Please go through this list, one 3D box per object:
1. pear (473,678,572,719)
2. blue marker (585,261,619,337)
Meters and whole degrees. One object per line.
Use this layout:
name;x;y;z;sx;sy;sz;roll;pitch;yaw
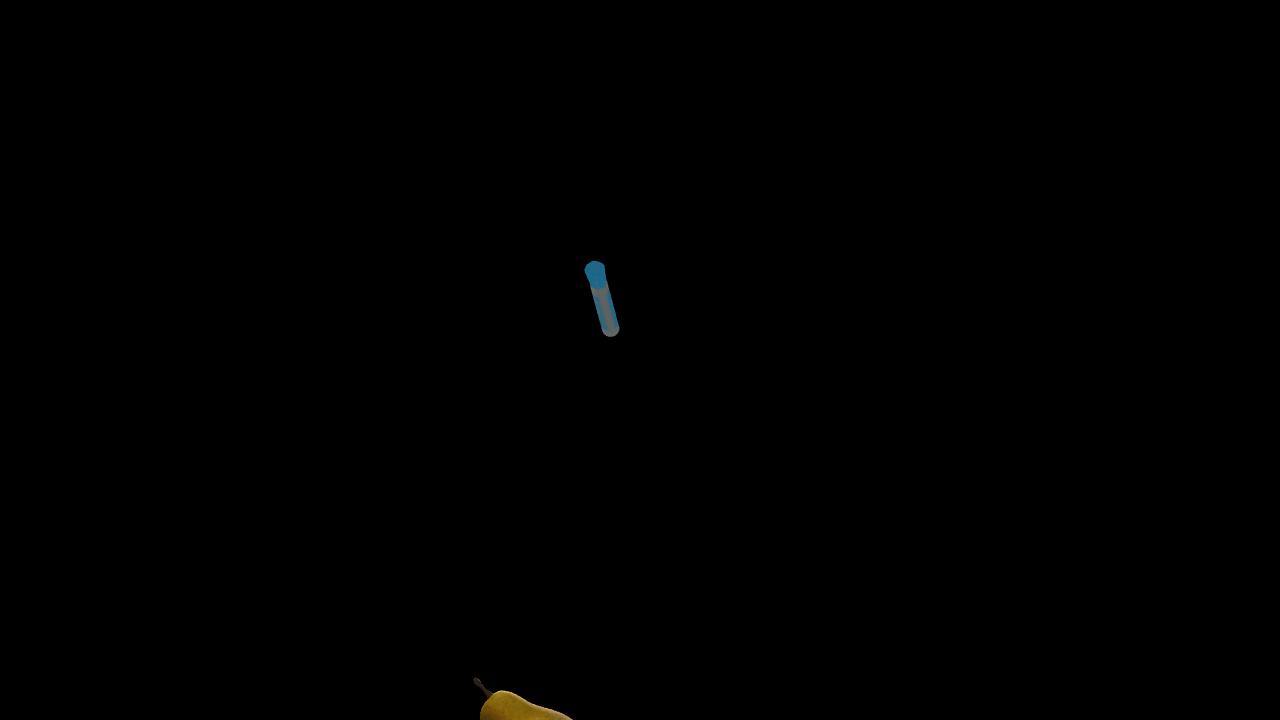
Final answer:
pear;-0.090;0.289;0.469;0.080;0.111;0.080;-40;-2;-2
blue marker;-0.037;-0.059;0.613;0.020;0.020;0.121;0;-26;5
